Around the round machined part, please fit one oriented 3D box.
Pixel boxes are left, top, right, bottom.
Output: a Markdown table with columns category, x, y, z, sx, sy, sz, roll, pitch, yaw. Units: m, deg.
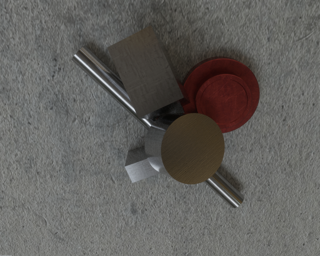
| category | x | y | z | sx | sy | sz | roll | pitch | yaw |
| --- | --- | --- | --- | --- | --- | --- | --- | --- | --- |
| round machined part | 0.076 | -0.038 | 0.388 | 0.099 | 0.042 | 0.097 | 0 | 110 | -1 |

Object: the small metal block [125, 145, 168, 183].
| category | x | y | z | sx | sy | sz | roll | pitch | yaw |
| --- | --- | --- | --- | --- | --- | --- | --- | --- | --- |
| small metal block | -0.017 | 0.043 | 0.414 | 0.050 | 0.050 | 0.025 | -20 | 108 | 6 |

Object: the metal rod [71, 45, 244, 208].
| category | x | y | z | sx | sy | sz | roll | pitch | yaw |
| --- | --- | --- | --- | --- | --- | --- | --- | --- | --- |
| metal rod | 0.007 | 0.007 | 0.414 | 0.025 | 0.025 | 0.300 | -43 | 105 | 14 |

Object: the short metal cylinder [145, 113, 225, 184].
| category | x | y | z | sx | sy | sz | roll | pitch | yaw |
| --- | --- | --- | --- | --- | --- | --- | --- | --- | --- |
| short metal cylinder | 0.028 | 0.022 | 0.366 | 0.081 | 0.050 | 0.079 | -1 | 93 | -23 |

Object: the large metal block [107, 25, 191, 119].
| category | x | y | z | sx | sy | sz | roll | pitch | yaw |
| --- | --- | --- | --- | --- | --- | --- | --- | --- | --- |
| large metal block | -0.008 | -0.057 | 0.349 | 0.050 | 0.080 | 0.080 | -25 | 86 | 10 |
